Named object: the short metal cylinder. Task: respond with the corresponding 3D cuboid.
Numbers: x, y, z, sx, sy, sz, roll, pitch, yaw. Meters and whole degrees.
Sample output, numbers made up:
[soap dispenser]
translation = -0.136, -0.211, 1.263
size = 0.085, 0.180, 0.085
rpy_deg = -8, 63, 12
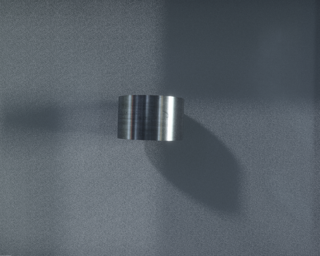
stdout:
[short metal cylinder]
translation = -0.011, -0.011, 0.381
size = 0.080, 0.080, 0.050
rpy_deg = 2, 90, 0
